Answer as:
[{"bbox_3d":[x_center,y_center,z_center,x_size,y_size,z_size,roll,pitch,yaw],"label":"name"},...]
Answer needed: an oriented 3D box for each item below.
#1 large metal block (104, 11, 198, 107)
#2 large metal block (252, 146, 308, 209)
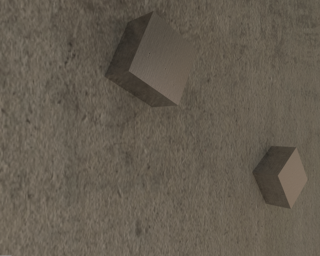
[{"bbox_3d":[-0.009,-0.080,0.383,0.080,0.050,0.080,31,70,-36],"label":"large metal block"},{"bbox_3d":[0.228,0.091,0.584,0.080,0.050,0.080,-43,116,-32],"label":"large metal block"}]
